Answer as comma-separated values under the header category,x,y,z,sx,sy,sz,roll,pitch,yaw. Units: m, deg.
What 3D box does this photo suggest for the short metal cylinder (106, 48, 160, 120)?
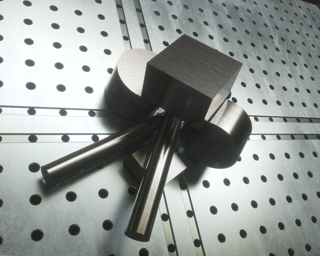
category,x,y,z,sx,sy,sz,roll,pitch,yaw
short metal cylinder,-0.025,-0.057,0.409,0.081,0.050,0.080,14,56,-21

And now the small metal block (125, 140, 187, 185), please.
category,x,y,z,sx,sy,sz,roll,pitch,yaw
small metal block,-0.005,0.045,0.374,0.050,0.025,0.050,-32,80,-38

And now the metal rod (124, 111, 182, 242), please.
category,x,y,z,sx,sy,sz,roll,pitch,yaw
metal rod,0.016,-0.010,0.386,0.025,0.025,0.300,27,52,-12

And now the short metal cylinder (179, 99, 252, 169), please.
category,x,y,z,sx,sy,sz,roll,pitch,yaw
short metal cylinder,0.072,0.007,0.404,0.080,0.080,0.050,40,52,-1

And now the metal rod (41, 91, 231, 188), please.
category,x,y,z,sx,sy,sz,roll,pitch,yaw
metal rod,-0.005,-0.003,0.403,0.302,0.025,0.025,-26,76,-37

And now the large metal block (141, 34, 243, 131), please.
category,x,y,z,sx,sy,sz,roll,pitch,yaw
large metal block,0.037,-0.056,0.360,0.080,0.050,0.080,32,50,14
